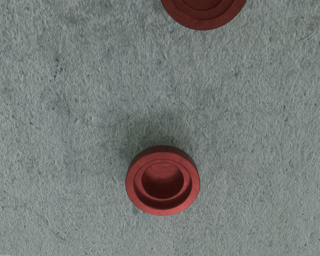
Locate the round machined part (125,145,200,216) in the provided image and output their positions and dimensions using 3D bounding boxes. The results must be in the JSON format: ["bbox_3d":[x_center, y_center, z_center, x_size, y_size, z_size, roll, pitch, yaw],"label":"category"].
[{"bbox_3d":[0.004,0.068,0.426,0.099,0.042,0.097,0,110,0],"label":"round machined part"}]

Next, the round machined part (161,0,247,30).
[{"bbox_3d":[0.047,-0.160,0.342,0.099,0.042,0.097,0,110,0],"label":"round machined part"}]
